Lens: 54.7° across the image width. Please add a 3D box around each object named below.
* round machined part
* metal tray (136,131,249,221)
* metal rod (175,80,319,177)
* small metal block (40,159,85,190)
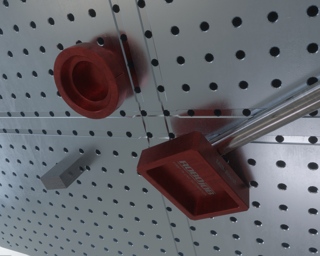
[{"bbox_3d":[-0.086,-0.064,0.406,0.098,0.042,0.097,13,124,21],"label":"round machined part"},{"bbox_3d":[0.045,0.067,0.397,0.090,0.030,0.130,-23,125,32],"label":"metal tray"},{"bbox_3d":[0.098,0.007,0.363,0.299,0.025,0.025,-34,100,38],"label":"metal rod"},{"bbox_3d":[-0.167,0.080,0.532,0.050,0.050,0.025,-11,113,33],"label":"small metal block"}]
